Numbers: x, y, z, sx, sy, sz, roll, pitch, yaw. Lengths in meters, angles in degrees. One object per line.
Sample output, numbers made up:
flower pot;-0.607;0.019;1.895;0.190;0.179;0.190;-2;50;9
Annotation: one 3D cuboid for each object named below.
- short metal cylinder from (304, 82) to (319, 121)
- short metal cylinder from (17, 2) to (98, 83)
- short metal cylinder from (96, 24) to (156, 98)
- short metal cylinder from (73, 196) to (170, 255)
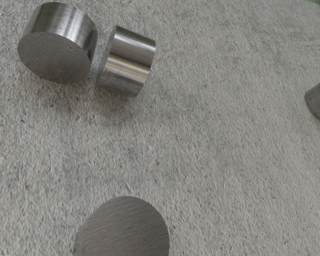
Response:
short metal cylinder;0.330;-0.053;0.597;0.081;0.050;0.080;14;56;-21
short metal cylinder;-0.118;-0.098;0.365;0.081;0.080;0.050;17;55;-19
short metal cylinder;-0.045;-0.084;0.395;0.050;0.080;0.080;18;55;-18
short metal cylinder;-0.038;0.112;0.299;0.081;0.050;0.080;14;56;-21
